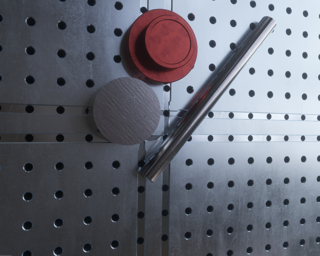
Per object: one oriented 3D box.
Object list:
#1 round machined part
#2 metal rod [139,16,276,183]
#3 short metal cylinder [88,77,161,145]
[{"bbox_3d":[0.006,-0.108,0.407,0.099,0.042,0.097,0,90,-21],"label":"round machined part"},{"bbox_3d":[0.075,-0.049,0.441,0.025,0.025,0.300,43,76,-15],"label":"metal rod"},{"bbox_3d":[-0.046,-0.020,0.383,0.081,0.050,0.079,0,90,-20],"label":"short metal cylinder"}]
